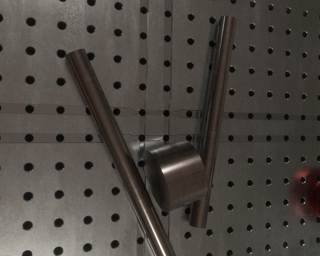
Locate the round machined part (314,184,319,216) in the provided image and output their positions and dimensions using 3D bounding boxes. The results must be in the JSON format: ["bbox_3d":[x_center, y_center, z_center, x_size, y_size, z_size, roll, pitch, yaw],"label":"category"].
[{"bbox_3d":[0.300,0.121,0.517,0.099,0.042,0.097,0,90,-21],"label":"round machined part"}]

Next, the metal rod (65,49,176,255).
[{"bbox_3d":[-0.046,0.045,0.396,0.025,0.025,0.299,-26,99,-18],"label":"metal rod"}]

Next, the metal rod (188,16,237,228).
[{"bbox_3d":[0.075,-0.011,0.441,0.025,0.025,0.298,10,87,-20],"label":"metal rod"}]

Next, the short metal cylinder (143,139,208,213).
[{"bbox_3d":[0.018,0.059,0.391,0.050,0.080,0.080,-17,96,-20],"label":"short metal cylinder"}]
